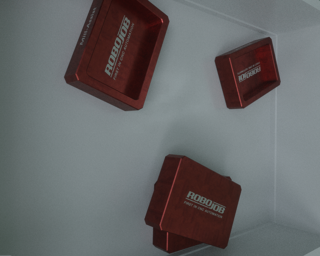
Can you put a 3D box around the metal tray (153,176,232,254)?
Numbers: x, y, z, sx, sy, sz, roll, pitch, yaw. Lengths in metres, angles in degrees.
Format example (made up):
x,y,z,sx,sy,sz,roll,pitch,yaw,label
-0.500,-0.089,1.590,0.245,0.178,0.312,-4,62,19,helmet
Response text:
x,y,z,sx,sy,sz,roll,pitch,yaw,label
0.050,0.117,0.446,0.131,0.030,0.089,2,89,-40,metal tray

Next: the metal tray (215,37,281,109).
x,y,z,sx,sy,sz,roll,pitch,yaw,label
0.155,-0.096,0.532,0.131,0.030,0.090,-29,108,-36,metal tray

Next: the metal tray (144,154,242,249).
x,y,z,sx,sy,sz,roll,pitch,yaw,label
0.049,0.098,0.405,0.131,0.030,0.090,30,71,-36,metal tray

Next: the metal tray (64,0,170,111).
x,y,z,sx,sy,sz,roll,pitch,yaw,label
-0.046,-0.095,0.364,0.090,0.030,0.130,26,74,-37,metal tray
